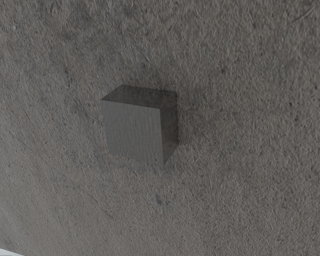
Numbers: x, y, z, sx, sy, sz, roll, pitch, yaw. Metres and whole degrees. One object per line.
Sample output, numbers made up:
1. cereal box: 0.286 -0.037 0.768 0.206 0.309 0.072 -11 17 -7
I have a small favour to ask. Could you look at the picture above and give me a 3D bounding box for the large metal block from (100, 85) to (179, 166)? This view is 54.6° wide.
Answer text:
1. large metal block: -0.024 -0.005 0.400 0.080 0.050 0.080 10 123 23
